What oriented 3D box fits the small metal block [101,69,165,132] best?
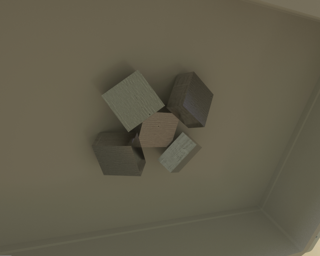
[{"bbox_3d":[-0.030,-0.030,0.355,0.050,0.025,0.050,-36,92,-3],"label":"small metal block"}]

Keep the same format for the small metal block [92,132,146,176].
[{"bbox_3d":[-0.050,0.033,0.384,0.050,0.025,0.050,-1,128,16],"label":"small metal block"}]

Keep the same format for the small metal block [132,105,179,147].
[{"bbox_3d":[-0.007,-0.003,0.400,0.050,0.025,0.050,1,118,-29],"label":"small metal block"}]

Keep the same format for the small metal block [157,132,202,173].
[{"bbox_3d":[0.029,0.035,0.429,0.050,0.025,0.050,-48,163,5],"label":"small metal block"}]

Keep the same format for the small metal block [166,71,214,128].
[{"bbox_3d":[0.039,-0.034,0.390,0.050,0.025,0.050,40,58,-39],"label":"small metal block"}]
